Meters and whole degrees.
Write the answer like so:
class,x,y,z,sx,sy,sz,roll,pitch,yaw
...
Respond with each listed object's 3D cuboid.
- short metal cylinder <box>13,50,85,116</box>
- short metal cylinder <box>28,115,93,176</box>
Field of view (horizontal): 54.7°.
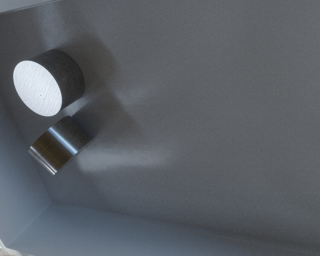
class,x,y,z,sx,sy,sz,roll,pitch,yaw
short metal cylinder,-0.154,-0.063,0.432,0.080,0.050,0.079,13,124,20
short metal cylinder,-0.148,0.026,0.465,0.050,0.080,0.080,46,129,-4
